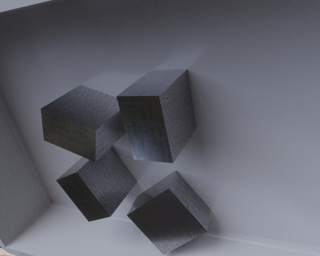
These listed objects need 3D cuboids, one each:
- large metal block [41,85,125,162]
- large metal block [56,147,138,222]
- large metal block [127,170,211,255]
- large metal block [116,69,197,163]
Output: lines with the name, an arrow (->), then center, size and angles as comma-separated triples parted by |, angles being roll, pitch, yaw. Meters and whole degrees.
large metal block -> -0.098, -0.010, 0.417 | 0.080, 0.080, 0.050 | 20, 126, 16
large metal block -> -0.093, 0.081, 0.470 | 0.050, 0.080, 0.080 | -24, 106, 36
large metal block -> 0.014, 0.122, 0.447 | 0.080, 0.050, 0.080 | -38, 98, 24
large metal block -> 0.001, -0.016, 0.361 | 0.050, 0.080, 0.079 | 2, 120, 27
